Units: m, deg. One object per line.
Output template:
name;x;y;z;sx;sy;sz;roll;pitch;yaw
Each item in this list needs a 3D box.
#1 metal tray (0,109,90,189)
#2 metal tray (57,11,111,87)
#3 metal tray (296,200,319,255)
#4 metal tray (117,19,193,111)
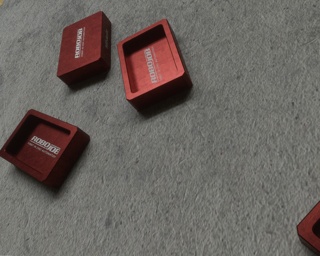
metal tray;-0.181;0.028;0.478;0.130;0.030;0.090;18;71;35
metal tray;-0.135;-0.145;0.561;0.090;0.030;0.130;-18;55;18
metal tray;0.192;0.071;0.255;0.130;0.030;0.090;-46;51;-4
metal tray;-0.012;-0.097;0.466;0.090;0.030;0.130;-24;53;13
